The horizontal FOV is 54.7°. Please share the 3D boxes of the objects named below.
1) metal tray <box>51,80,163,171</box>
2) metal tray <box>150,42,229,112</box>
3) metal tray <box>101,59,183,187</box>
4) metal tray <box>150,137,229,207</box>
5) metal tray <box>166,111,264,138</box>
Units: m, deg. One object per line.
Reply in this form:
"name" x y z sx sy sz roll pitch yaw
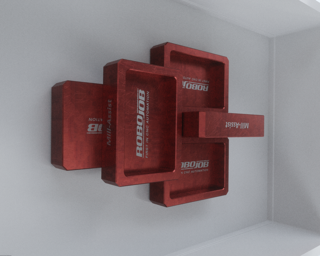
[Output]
"metal tray" -0.055 -0.002 0.355 0.131 0.030 0.089 0 90 -40
"metal tray" 0.046 -0.064 0.442 0.131 0.030 0.089 1 90 -40
"metal tray" -0.018 -0.005 0.348 0.091 0.030 0.129 1 89 -40
"metal tray" 0.046 0.056 0.442 0.131 0.030 0.089 1 90 -40
"metal tray" 0.068 -0.004 0.420 0.131 0.090 0.030 1 90 -40
